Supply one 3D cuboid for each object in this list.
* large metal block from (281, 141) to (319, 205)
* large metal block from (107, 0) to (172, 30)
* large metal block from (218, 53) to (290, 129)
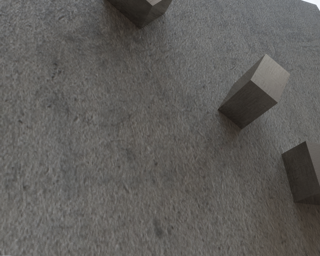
[{"bbox_3d":[0.246,0.073,0.479,0.081,0.050,0.080,11,57,-23],"label":"large metal block"},{"bbox_3d":[-0.031,-0.221,0.507,0.080,0.050,0.080,42,51,0],"label":"large metal block"},{"bbox_3d":[0.147,-0.056,0.485,0.050,0.080,0.080,40,51,-2],"label":"large metal block"}]
